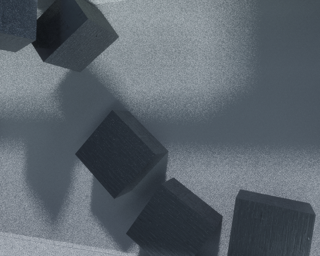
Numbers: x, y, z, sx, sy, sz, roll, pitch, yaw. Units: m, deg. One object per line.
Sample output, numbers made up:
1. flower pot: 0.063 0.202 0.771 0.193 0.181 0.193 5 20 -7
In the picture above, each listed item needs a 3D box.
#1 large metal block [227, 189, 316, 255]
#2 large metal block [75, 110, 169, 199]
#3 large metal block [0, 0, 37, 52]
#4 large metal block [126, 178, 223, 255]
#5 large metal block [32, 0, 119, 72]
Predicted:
1. large metal block: 0.124 0.122 0.353 0.080 0.050 0.079 9 93 19
2. large metal block: -0.050 0.033 0.414 0.080 0.050 0.080 45 104 14
3. large metal block: -0.190 -0.144 0.379 0.080 0.050 0.079 0 88 49
4. large metal block: 0.019 0.122 0.390 0.080 0.050 0.080 37 102 16
5. large metal block: -0.116 -0.127 0.421 0.080 0.080 0.050 -38 78 16
